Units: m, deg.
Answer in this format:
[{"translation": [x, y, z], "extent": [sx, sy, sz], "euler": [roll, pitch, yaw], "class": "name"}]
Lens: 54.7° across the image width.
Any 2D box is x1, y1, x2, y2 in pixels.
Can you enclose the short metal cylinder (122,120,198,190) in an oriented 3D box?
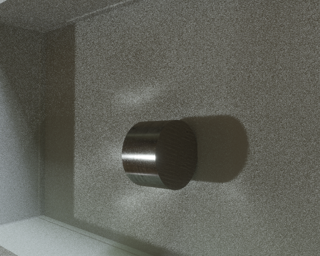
[{"translation": [0.002, 0.031, 0.368], "extent": [0.050, 0.081, 0.079], "euler": [-2, 89, 40], "class": "short metal cylinder"}]
